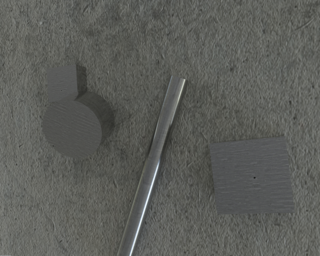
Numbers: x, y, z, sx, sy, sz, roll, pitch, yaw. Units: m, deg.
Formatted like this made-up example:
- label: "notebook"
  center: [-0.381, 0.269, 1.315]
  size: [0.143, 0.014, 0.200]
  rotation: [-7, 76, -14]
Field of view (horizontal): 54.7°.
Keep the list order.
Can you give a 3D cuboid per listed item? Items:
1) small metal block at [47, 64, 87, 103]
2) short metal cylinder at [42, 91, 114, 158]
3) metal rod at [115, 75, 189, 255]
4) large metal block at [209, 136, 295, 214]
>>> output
- label: "small metal block"
  center: [-0.136, -0.064, 0.455]
  size: [0.050, 0.025, 0.050]
  rotation: [-4, 89, 19]
- label: "short metal cylinder"
  center: [-0.108, -0.006, 0.419]
  size: [0.080, 0.050, 0.079]
  rotation: [3, 110, 9]
- label: "metal rod"
  center: [-0.018, 0.078, 0.414]
  size: [0.025, 0.025, 0.298]
  rotation: [19, 96, 18]
- label: "large metal block"
  center: [0.106, 0.053, 0.358]
  size: [0.080, 0.050, 0.080]
  rotation: [-7, 88, 19]
